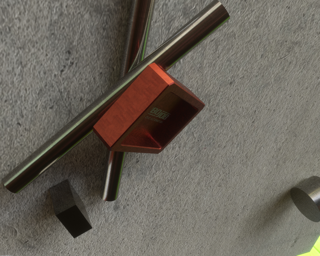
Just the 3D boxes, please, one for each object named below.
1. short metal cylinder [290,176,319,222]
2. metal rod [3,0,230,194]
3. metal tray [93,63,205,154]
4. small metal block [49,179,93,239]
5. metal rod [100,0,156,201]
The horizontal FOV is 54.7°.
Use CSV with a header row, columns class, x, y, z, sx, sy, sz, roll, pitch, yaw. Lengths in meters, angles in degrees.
class,x,y,z,sx,sy,sz,roll,pitch,yaw
short metal cylinder,0.319,0.146,0.640,0.050,0.080,0.080,-28,128,-11
metal rod,-0.053,-0.028,0.334,0.300,0.025,0.025,-39,130,8
metal tray,-0.005,-0.014,0.348,0.090,0.030,0.130,-47,160,11
small metal block,-0.113,0.102,0.393,0.025,0.050,0.050,-28,128,-11
metal rod,-0.039,-0.038,0.362,0.025,0.025,0.298,-1,119,-28
